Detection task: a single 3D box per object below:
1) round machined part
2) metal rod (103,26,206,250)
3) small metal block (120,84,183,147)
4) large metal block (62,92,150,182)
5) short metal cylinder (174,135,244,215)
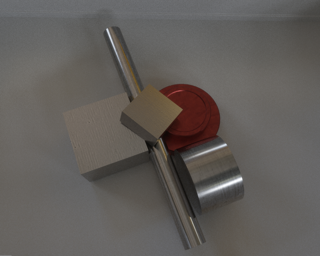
[{"bbox_3d":[0.030,-0.015,0.404,0.099,0.042,0.098,0,70,-1],"label":"round machined part"},{"bbox_3d":[-0.014,-0.002,0.386,0.025,0.025,0.299,-20,71,-7],"label":"metal rod"},{"bbox_3d":[-0.010,-0.015,0.362,0.050,0.025,0.050,38,63,5],"label":"small metal block"},{"bbox_3d":[-0.065,0.012,0.387,0.081,0.050,0.080,-19,71,-7],"label":"large metal block"},{"bbox_3d":[0.055,0.054,0.360,0.050,0.080,0.080,-20,72,-7],"label":"short metal cylinder"}]
